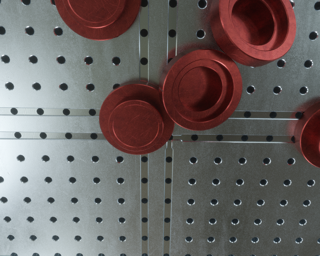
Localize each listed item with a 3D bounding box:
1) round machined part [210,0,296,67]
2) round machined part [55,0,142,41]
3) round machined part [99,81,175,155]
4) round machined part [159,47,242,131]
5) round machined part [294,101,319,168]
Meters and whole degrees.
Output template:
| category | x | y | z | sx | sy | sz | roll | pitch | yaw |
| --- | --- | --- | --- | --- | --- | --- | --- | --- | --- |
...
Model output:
| category | x | y | z | sx | sy | sz | roll | pitch | yaw |
| --- | --- | --- | --- | --- | --- | --- | --- | --- | --- |
| round machined part | 0.099 | -0.115 | 0.347 | 0.099 | 0.042 | 0.098 | 3 | 82 | -20 |
| round machined part | -0.071 | -0.149 | 0.349 | 0.099 | 0.042 | 0.097 | 0 | 110 | 0 |
| round machined part | -0.030 | -0.009 | 0.401 | 0.099 | 0.042 | 0.097 | 0 | 110 | 0 |
| round machined part | 0.046 | -0.049 | 0.379 | 0.099 | 0.042 | 0.097 | -5 | 111 | -12 |
| round machined part | 0.236 | 0.012 | 0.410 | 0.099 | 0.042 | 0.097 | 0 | 110 | 0 |
